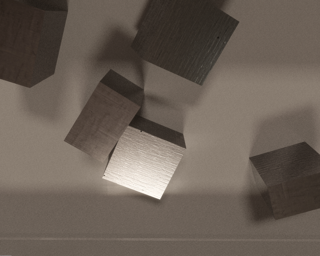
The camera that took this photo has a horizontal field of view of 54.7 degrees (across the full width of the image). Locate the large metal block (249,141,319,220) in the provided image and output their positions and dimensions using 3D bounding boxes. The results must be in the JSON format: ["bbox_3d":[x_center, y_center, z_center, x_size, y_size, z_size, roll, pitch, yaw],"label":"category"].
[{"bbox_3d":[0.173,0.067,0.409,0.080,0.080,0.050,-17,109,6],"label":"large metal block"}]

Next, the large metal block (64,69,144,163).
[{"bbox_3d":[-0.064,-0.018,0.374,0.050,0.080,0.080,32,107,-11],"label":"large metal block"}]

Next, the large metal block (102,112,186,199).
[{"bbox_3d":[-0.021,0.036,0.411,0.080,0.050,0.079,22,108,-9],"label":"large metal block"}]

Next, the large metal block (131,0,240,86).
[{"bbox_3d":[0.026,-0.105,0.346,0.081,0.050,0.080,19,111,-29],"label":"large metal block"}]

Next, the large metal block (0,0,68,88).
[{"bbox_3d":[-0.147,-0.098,0.344,0.050,0.080,0.079,17,109,-7],"label":"large metal block"}]
